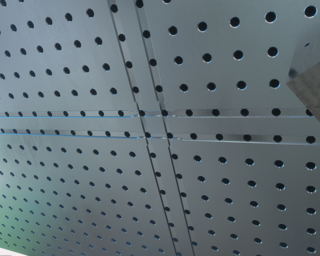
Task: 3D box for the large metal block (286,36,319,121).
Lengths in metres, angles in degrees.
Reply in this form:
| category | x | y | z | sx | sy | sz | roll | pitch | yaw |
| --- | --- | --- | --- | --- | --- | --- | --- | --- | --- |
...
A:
| category | x | y | z | sx | sy | sz | roll | pitch | yaw |
| --- | --- | --- | --- | --- | --- | --- | --- | --- | --- |
| large metal block | 0.160 | -0.038 | 0.268 | 0.080 | 0.080 | 0.050 | 47 | 129 | -5 |
